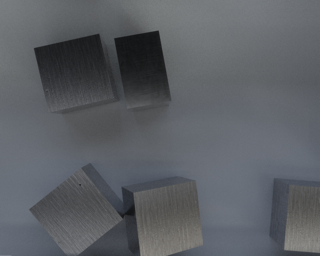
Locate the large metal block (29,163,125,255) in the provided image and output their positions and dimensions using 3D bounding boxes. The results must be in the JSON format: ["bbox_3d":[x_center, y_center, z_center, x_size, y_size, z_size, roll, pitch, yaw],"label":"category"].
[{"bbox_3d":[-0.101,0.104,0.398,0.080,0.050,0.080,-39,90,0],"label":"large metal block"}]

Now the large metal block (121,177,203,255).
[{"bbox_3d":[0.002,0.109,0.386,0.081,0.050,0.079,-7,90,-23],"label":"large metal block"}]

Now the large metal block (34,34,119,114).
[{"bbox_3d":[-0.104,-0.066,0.398,0.080,0.050,0.080,-13,90,-1],"label":"large metal block"}]

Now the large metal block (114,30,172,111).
[{"bbox_3d":[-0.019,-0.065,0.384,0.050,0.080,0.080,-10,90,0],"label":"large metal block"}]

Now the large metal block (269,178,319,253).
[{"bbox_3d":[0.194,0.112,0.402,0.081,0.050,0.079,5,90,-1],"label":"large metal block"}]
